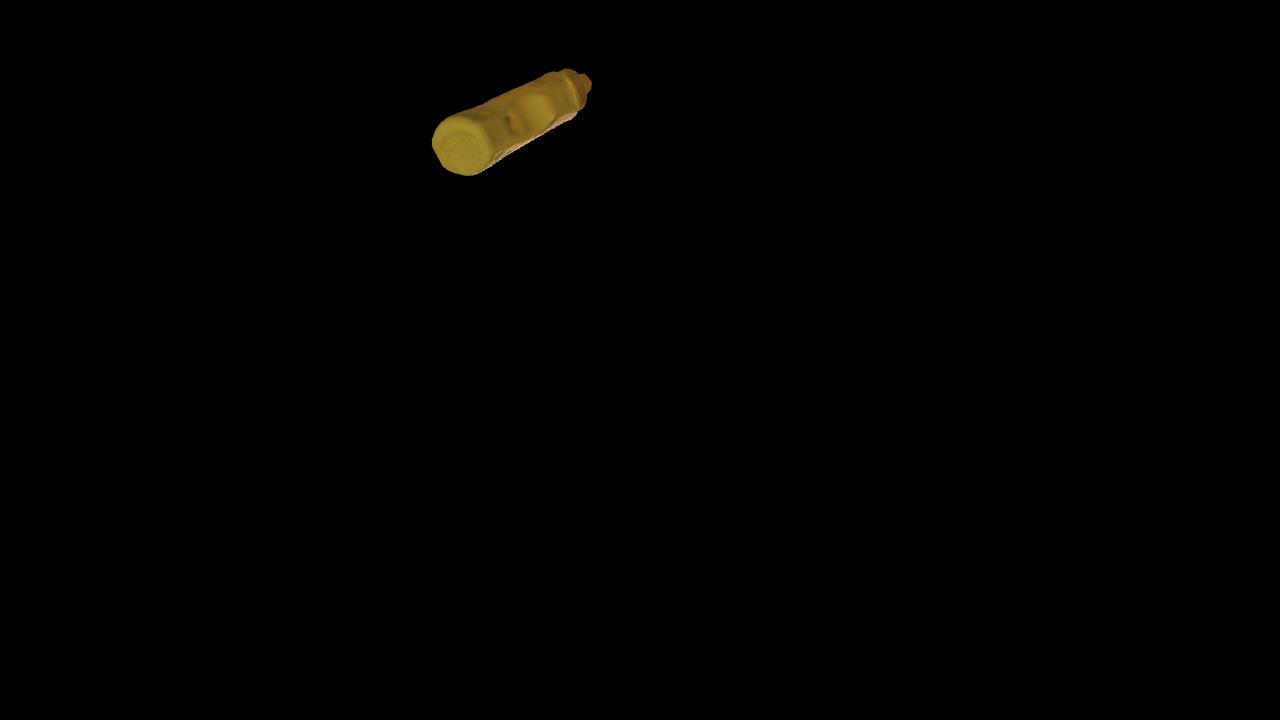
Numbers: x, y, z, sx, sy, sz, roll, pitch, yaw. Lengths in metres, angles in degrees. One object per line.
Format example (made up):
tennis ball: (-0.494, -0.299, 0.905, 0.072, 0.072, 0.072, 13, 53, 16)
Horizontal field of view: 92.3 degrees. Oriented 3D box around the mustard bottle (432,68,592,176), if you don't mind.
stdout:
mustard bottle: (-0.111, -0.246, 0.610, 0.092, 0.054, 0.184, -3, 34, 48)
